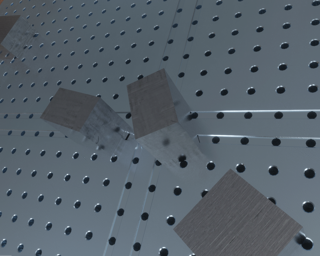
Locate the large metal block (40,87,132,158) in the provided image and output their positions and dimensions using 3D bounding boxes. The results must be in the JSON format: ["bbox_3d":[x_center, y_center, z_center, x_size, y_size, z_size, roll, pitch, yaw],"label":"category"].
[{"bbox_3d":[-0.100,-0.007,0.428,0.080,0.080,0.050,16,70,34],"label":"large metal block"}]

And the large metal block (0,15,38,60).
[{"bbox_3d":[-0.334,-0.201,0.687,0.080,0.050,0.080,11,67,32],"label":"large metal block"}]

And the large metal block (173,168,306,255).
[{"bbox_3d":[0.074,0.100,0.291,0.080,0.050,0.080,-46,51,-4],"label":"large metal block"}]

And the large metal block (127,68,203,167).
[{"bbox_3d":[0.006,-0.010,0.375,0.050,0.080,0.080,-23,54,14],"label":"large metal block"}]
